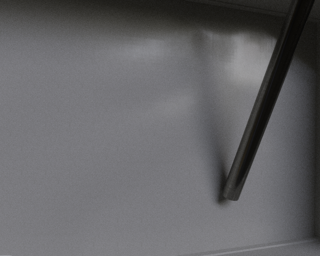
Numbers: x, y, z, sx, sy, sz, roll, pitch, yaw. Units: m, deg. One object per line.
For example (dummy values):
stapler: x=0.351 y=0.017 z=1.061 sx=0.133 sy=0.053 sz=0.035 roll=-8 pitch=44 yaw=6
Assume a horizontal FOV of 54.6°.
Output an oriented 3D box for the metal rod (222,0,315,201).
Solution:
metal rod: x=0.138 y=-0.038 z=0.401 sx=0.025 sy=0.025 sz=0.298 roll=7 pitch=110 yaw=-20
